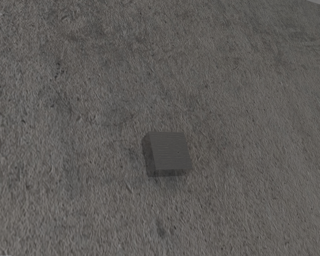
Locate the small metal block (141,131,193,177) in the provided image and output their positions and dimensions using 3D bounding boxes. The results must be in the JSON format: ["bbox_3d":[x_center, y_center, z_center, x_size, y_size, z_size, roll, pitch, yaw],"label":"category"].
[{"bbox_3d":[0.008,0.033,0.388,0.050,0.025,0.050,2,61,-27],"label":"small metal block"}]
